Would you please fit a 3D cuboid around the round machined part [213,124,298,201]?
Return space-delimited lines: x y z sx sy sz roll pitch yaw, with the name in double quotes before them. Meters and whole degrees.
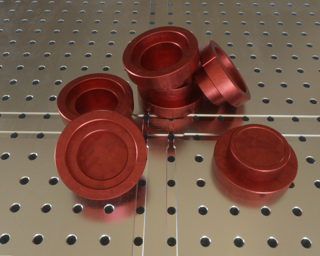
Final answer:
"round machined part" 0.114 0.033 0.369 0.099 0.042 0.098 0 50 0

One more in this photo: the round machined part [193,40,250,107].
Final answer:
"round machined part" 0.081 -0.070 0.433 0.042 0.098 0.098 -34 45 25

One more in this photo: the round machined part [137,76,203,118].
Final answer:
"round machined part" 0.016 -0.064 0.450 0.099 0.042 0.098 0 50 0

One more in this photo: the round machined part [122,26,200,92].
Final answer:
"round machined part" 0.004 -0.087 0.408 0.098 0.042 0.098 -8 52 10

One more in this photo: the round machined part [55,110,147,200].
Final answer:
"round machined part" -0.064 0.032 0.353 0.099 0.042 0.098 1 78 -4

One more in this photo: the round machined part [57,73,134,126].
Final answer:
"round machined part" -0.084 -0.027 0.418 0.099 0.042 0.098 0 49 0
